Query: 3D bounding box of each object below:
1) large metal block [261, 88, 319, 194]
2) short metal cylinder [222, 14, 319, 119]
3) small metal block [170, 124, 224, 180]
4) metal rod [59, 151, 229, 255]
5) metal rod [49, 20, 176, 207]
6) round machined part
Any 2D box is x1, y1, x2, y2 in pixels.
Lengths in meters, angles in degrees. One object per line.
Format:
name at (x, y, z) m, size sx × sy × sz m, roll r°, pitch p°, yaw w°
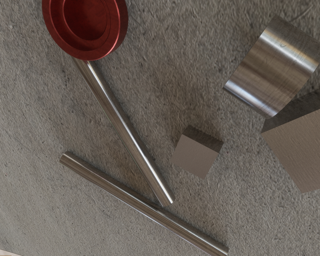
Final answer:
large metal block at (0.162, 0.010, 0.311) m, size 0.080 × 0.050 × 0.080 m, roll -29°, pitch 103°, yaw 37°
short metal cylinder at (0.101, -0.055, 0.284) m, size 0.050 × 0.080 × 0.079 m, roll 35°, pitch 129°, yaw 4°
small metal block at (0.047, 0.031, 0.400) m, size 0.050 × 0.025 × 0.050 m, roll 28°, pitch 128°, yaw 10°
metal rod at (-0.030, 0.122, 0.496) m, size 0.301 × 0.025 × 0.025 m, roll 29°, pitch 128°, yaw 9°
metal rod at (-0.059, -0.015, 0.426) m, size 0.025 × 0.025 × 0.299 m, roll -19°, pitch 109°, yaw 35°
round machined part at (-0.080, -0.130, 0.353) m, size 0.098 × 0.042 × 0.097 m, roll 10°, pitch 121°, yaw 18°
